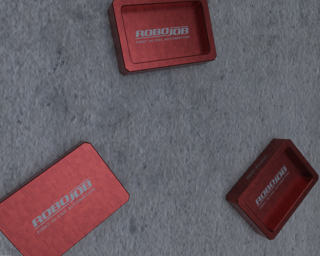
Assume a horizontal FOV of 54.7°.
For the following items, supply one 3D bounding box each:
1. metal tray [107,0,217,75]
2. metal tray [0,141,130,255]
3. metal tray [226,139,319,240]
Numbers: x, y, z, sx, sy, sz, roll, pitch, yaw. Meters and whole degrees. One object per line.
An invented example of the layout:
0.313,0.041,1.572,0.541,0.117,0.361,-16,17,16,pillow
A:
0.005,-0.124,0.408,0.131,0.030,0.089,-12,94,-20,metal tray
-0.114,0.087,0.365,0.131,0.030,0.090,-38,102,-16,metal tray
0.173,0.090,0.472,0.130,0.030,0.090,-46,105,-15,metal tray
